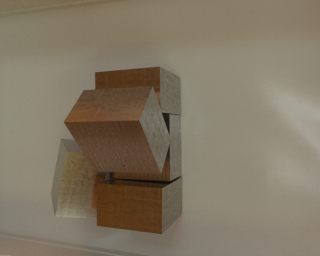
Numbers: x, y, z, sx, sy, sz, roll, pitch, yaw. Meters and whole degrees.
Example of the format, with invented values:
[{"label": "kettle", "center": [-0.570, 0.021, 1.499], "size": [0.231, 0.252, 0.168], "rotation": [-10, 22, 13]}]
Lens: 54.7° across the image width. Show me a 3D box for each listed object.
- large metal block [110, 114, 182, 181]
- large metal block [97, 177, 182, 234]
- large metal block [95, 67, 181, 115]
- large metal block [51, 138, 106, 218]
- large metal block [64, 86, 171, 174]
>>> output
[{"label": "large metal block", "center": [-0.018, 0.023, 0.403], "size": [0.080, 0.050, 0.079], "rotation": [-1, 90, 19]}, {"label": "large metal block", "center": [-0.022, 0.090, 0.386], "size": [0.080, 0.080, 0.050], "rotation": [1, 90, 19]}, {"label": "large metal block", "center": [-0.024, -0.041, 0.386], "size": [0.080, 0.080, 0.050], "rotation": [-1, 90, 19]}, {"label": "large metal block", "center": [-0.108, 0.063, 0.408], "size": [0.050, 0.080, 0.079], "rotation": [10, 95, -24]}, {"label": "large metal block", "center": [-0.041, 0.004, 0.333], "size": [0.080, 0.080, 0.050], "rotation": [-1, 45, 19]}]
